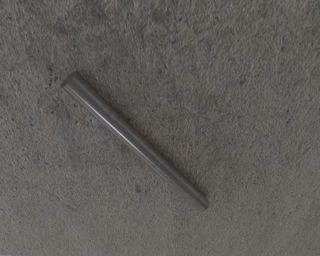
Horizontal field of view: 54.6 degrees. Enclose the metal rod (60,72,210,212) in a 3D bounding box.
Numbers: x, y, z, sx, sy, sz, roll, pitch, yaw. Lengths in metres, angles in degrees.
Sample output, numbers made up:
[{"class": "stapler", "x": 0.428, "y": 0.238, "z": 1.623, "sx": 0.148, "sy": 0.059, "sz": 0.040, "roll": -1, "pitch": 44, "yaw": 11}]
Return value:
[{"class": "metal rod", "x": -0.017, "y": 0.036, "z": 0.437, "sx": 0.025, "sy": 0.025, "sz": 0.300, "roll": -29, "pitch": 125, "yaw": 22}]
